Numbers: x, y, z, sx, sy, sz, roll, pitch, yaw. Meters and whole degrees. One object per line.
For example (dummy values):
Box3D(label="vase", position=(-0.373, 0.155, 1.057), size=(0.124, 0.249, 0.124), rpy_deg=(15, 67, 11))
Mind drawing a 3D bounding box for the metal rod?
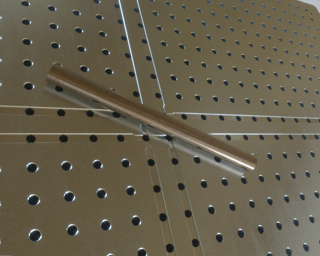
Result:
Box3D(label="metal rod", position=(0.000, -0.008, 0.415), size=(0.302, 0.025, 0.025), rpy_deg=(24, 53, -14))
